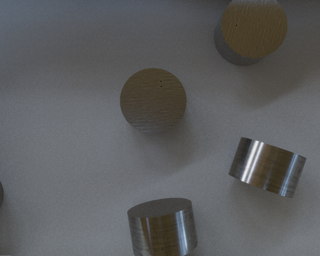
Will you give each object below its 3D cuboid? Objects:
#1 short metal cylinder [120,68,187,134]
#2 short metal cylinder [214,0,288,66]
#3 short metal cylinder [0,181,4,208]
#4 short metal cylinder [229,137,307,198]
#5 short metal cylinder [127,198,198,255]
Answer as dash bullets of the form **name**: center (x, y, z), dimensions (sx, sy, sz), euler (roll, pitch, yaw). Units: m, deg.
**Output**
- **short metal cylinder**: center (-0.008, -0.033, 0.399), dimensions (0.081, 0.050, 0.079), euler (0, 90, -1)
- **short metal cylinder**: center (0.115, -0.125, 0.400), dimensions (0.081, 0.050, 0.079), euler (0, 90, -1)
- **short metal cylinder**: center (-0.248, 0.091, 0.389), dimensions (0.081, 0.050, 0.079), euler (0, 91, -10)
- **short metal cylinder**: center (0.132, 0.048, 0.386), dimensions (0.080, 0.080, 0.050), euler (19, 90, -1)
- **short metal cylinder**: center (0.003, 0.122, 0.384), dimensions (0.081, 0.080, 0.050), euler (-9, 90, 0)
